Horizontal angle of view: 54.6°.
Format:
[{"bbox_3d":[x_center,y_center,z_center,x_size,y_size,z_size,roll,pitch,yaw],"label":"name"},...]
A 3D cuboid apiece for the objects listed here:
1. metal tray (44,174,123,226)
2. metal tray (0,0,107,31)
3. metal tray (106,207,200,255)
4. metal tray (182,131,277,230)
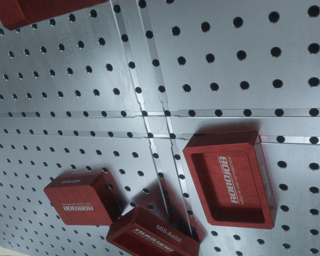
[{"bbox_3d":[-0.142,0.134,0.567,0.130,0.030,0.090,-11,113,33],"label":"metal tray"},{"bbox_3d":[-0.112,-0.157,0.306,0.030,0.131,0.090,-4,116,30],"label":"metal tray"},{"bbox_3d":[-0.012,0.188,0.509,0.130,0.030,0.090,35,131,-14],"label":"metal tray"},{"bbox_3d":[0.092,0.070,0.402,0.090,0.030,0.129,-7,115,31],"label":"metal tray"}]
